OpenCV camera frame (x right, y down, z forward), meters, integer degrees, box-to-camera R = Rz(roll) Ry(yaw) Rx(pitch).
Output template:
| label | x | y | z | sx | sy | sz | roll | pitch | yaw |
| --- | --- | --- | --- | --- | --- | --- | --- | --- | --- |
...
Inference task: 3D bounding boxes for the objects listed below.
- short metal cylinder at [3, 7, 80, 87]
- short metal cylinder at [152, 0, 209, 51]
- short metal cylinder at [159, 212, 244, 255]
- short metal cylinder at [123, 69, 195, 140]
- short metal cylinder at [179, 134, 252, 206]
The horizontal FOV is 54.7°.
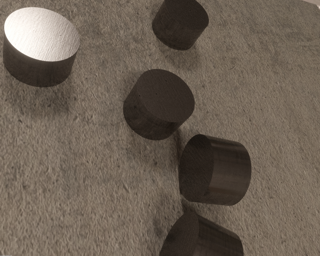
| label | x | y | z | sx | sy | sz | roll | pitch | yaw |
| --- | --- | --- | --- | --- | --- | --- | --- | --- | --- |
| short metal cylinder | -0.142 | -0.096 | 0.370 | 0.081 | 0.050 | 0.080 | 14 | 56 | -21 |
| short metal cylinder | 0.034 | -0.177 | 0.516 | 0.081 | 0.050 | 0.080 | 14 | 56 | -21 |
| short metal cylinder | 0.038 | 0.132 | 0.310 | 0.050 | 0.080 | 0.080 | 29 | 52 | -10 |
| short metal cylinder | -0.002 | -0.030 | 0.407 | 0.081 | 0.050 | 0.080 | 14 | 56 | -21 |
| short metal cylinder | 0.064 | 0.051 | 0.374 | 0.050 | 0.080 | 0.080 | 12 | 57 | -22 |
